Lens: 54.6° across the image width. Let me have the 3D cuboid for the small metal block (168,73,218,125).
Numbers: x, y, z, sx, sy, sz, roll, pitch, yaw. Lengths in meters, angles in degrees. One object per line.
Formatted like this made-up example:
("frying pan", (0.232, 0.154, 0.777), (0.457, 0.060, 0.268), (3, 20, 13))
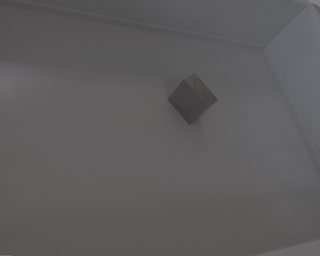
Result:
("small metal block", (0.045, -0.040, 0.438), (0.025, 0.050, 0.050), (-33, 81, -38))
